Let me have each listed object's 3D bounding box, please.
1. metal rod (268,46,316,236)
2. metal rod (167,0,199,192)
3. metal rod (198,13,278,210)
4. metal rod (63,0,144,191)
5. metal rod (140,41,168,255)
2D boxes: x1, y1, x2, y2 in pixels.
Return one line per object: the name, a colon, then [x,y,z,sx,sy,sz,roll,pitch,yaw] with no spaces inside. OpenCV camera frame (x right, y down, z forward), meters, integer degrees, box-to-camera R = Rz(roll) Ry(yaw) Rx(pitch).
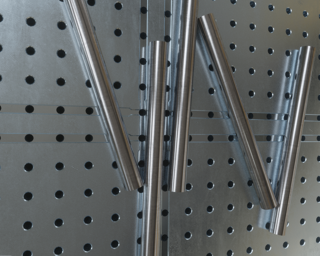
metal rod: [0.211,0.017,0.492,0.025,0.025,0.298,13,86,-20]
metal rod: [0.033,-0.064,0.425,0.025,0.025,0.298,5,88,-20]
metal rod: [0.116,-0.019,0.456,0.025,0.025,0.298,-23,98,-19]
metal rod: [-0.076,-0.065,0.384,0.025,0.025,0.298,-19,97,-19]
metal rod: [-0.008,0.036,0.410,0.025,0.025,0.298,3,89,-20]
